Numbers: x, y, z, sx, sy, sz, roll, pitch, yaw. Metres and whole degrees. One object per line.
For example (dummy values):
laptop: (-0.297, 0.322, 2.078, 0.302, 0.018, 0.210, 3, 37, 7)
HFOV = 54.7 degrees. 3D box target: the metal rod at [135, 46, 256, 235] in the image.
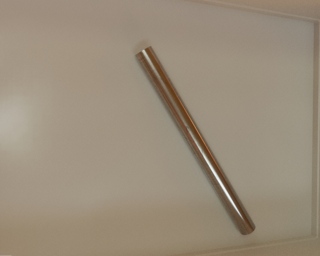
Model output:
metal rod: (0.054, 0.025, 0.431, 0.025, 0.025, 0.299, -35, 102, -17)
